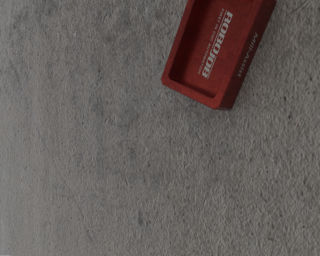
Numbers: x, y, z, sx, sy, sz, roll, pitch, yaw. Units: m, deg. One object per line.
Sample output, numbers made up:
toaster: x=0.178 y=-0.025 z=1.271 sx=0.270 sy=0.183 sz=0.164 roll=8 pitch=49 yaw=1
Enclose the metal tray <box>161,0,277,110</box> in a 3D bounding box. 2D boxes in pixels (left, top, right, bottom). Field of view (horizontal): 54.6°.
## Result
metal tray: x=0.061 y=-0.095 z=0.351 sx=0.090 sy=0.030 sz=0.129 roll=31 pitch=109 yaw=35
